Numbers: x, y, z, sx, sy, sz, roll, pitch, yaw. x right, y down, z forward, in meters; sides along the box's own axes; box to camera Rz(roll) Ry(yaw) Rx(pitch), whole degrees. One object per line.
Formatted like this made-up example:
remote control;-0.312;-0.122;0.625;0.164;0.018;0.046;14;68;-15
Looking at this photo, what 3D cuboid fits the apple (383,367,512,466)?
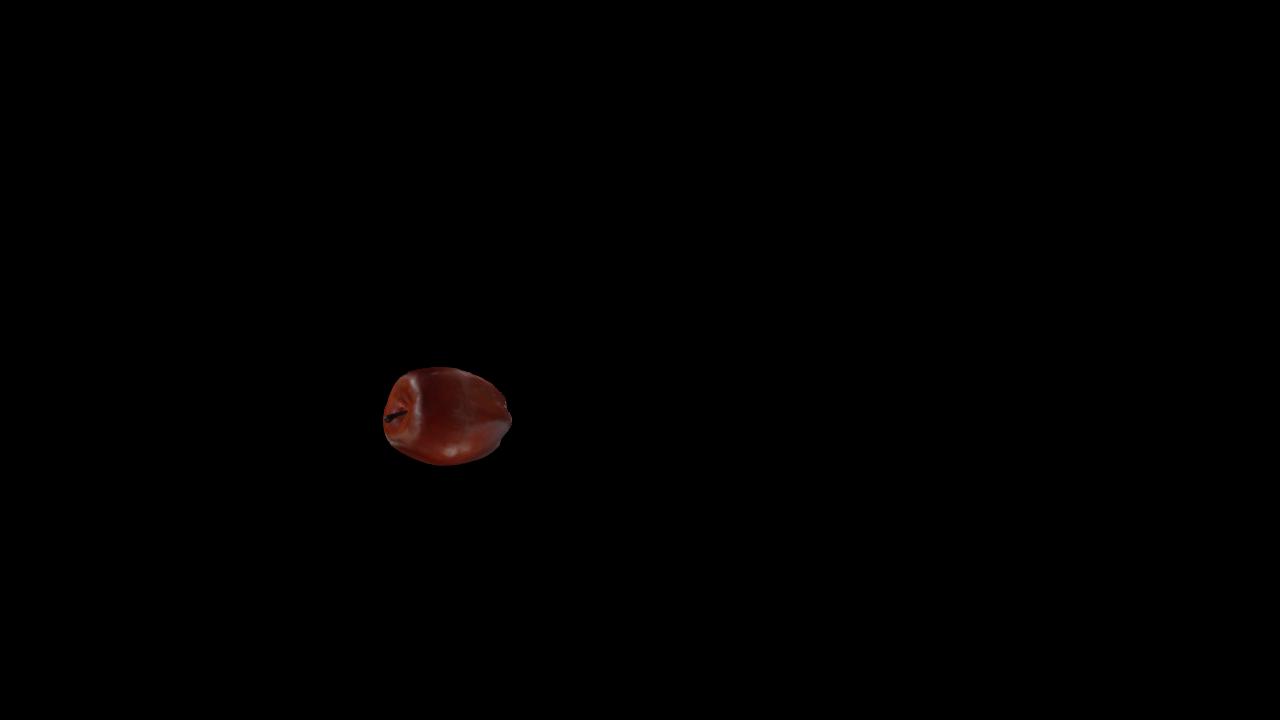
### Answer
apple;-0.148;0.044;0.470;0.093;0.079;0.079;10;-7;-44
